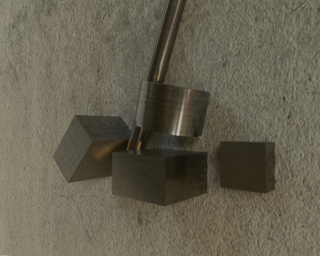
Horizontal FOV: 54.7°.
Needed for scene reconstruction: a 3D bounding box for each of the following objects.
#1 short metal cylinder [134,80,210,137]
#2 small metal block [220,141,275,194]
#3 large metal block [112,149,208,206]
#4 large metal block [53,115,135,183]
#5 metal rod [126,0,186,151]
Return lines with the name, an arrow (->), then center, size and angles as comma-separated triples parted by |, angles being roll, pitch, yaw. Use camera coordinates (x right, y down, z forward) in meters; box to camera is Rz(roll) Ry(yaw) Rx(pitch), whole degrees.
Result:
short metal cylinder -> 0.014, -0.024, 0.358 | 0.080, 0.081, 0.050 | 17, 101, 39
small metal block -> 0.093, 0.039, 0.329 | 0.050, 0.025, 0.050 | 0, 90, 40
large metal block -> 0.001, 0.053, 0.369 | 0.080, 0.081, 0.050 | 1, 91, 40
large metal block -> -0.093, 0.029, 0.446 | 0.050, 0.081, 0.080 | 50, 119, 28
metal rod -> -0.011, -0.049, 0.414 | 0.025, 0.025, 0.298 | 26, 106, 37
